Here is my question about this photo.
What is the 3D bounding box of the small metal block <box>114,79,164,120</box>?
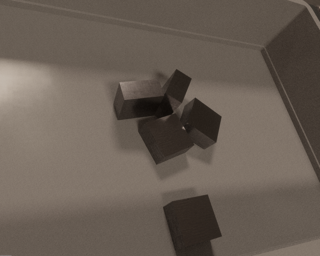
[{"bbox_3d":[-0.028,-0.035,0.393,0.050,0.050,0.025,-8,66,-22],"label":"small metal block"}]

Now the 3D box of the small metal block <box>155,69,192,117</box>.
[{"bbox_3d":[0.014,-0.044,0.426,0.025,0.050,0.050,31,51,-10],"label":"small metal block"}]

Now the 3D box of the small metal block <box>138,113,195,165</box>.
[{"bbox_3d":[0.008,0.014,0.403,0.050,0.025,0.050,-19,72,-35],"label":"small metal block"}]

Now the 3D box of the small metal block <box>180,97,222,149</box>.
[{"bbox_3d":[0.056,-0.006,0.437,0.050,0.025,0.050,34,49,-16],"label":"small metal block"}]

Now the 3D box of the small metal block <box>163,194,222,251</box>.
[{"bbox_3d":[0.037,0.109,0.361,0.050,0.025,0.050,-3,63,-30],"label":"small metal block"}]
